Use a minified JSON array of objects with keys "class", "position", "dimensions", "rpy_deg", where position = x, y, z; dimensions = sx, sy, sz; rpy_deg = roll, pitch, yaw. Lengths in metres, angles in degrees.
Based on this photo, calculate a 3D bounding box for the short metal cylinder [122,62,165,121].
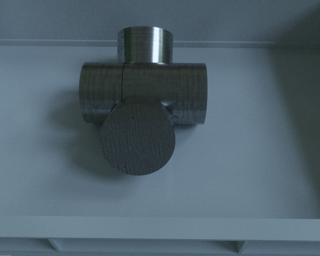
[{"class":"short metal cylinder","position":[-0.019,-0.045,0.405],"dimensions":[0.050,0.080,0.080],"rpy_deg":[1,50,1]}]

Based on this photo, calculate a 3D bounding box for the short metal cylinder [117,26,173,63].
[{"class":"short metal cylinder","position":[-0.021,-0.109,0.449],"dimensions":[0.080,0.080,0.050],"rpy_deg":[1,88,1]}]

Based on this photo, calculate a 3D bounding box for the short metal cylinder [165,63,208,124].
[{"class":"short metal cylinder","position":[0.032,-0.045,0.405],"dimensions":[0.050,0.080,0.080],"rpy_deg":[1,50,1]}]

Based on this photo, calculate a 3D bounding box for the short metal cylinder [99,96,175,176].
[{"class":"short metal cylinder","position":[-0.024,0.007,0.352],"dimensions":[0.080,0.079,0.050],"rpy_deg":[0,16,0]}]

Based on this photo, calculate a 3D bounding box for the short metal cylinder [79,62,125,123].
[{"class":"short metal cylinder","position":[-0.070,-0.046,0.405],"dimensions":[0.050,0.080,0.080],"rpy_deg":[1,50,1]}]
